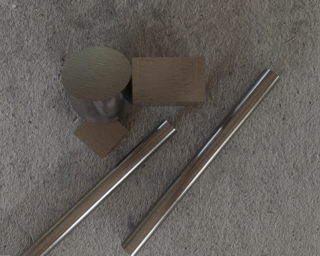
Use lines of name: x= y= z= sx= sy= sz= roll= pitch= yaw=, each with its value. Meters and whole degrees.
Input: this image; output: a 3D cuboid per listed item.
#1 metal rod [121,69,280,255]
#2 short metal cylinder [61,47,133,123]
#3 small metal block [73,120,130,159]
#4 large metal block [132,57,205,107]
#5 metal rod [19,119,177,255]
metal rod: x=0.054 y=0.045 z=0.410 sx=0.025 sy=0.025 sz=0.300 roll=39 pitch=90 yaw=-1
short metal cylinder: x=-0.074 y=-0.053 z=0.380 sx=0.081 sy=0.050 sz=0.080 roll=1 pitch=62 yaw=-1
small metal block: x=-0.076 y=0.005 z=0.409 sx=0.050 sy=0.025 sz=0.050 roll=42 pitch=90 yaw=-1
large metal block: x=0.010 y=-0.054 z=0.383 sx=0.081 sy=0.080 sz=0.050 roll=-1 pitch=90 yaw=-1
metal rod: x=-0.095 y=0.099 z=0.408 sx=0.300 sy=0.025 sz=0.025 roll=-43 pitch=91 yaw=-1
